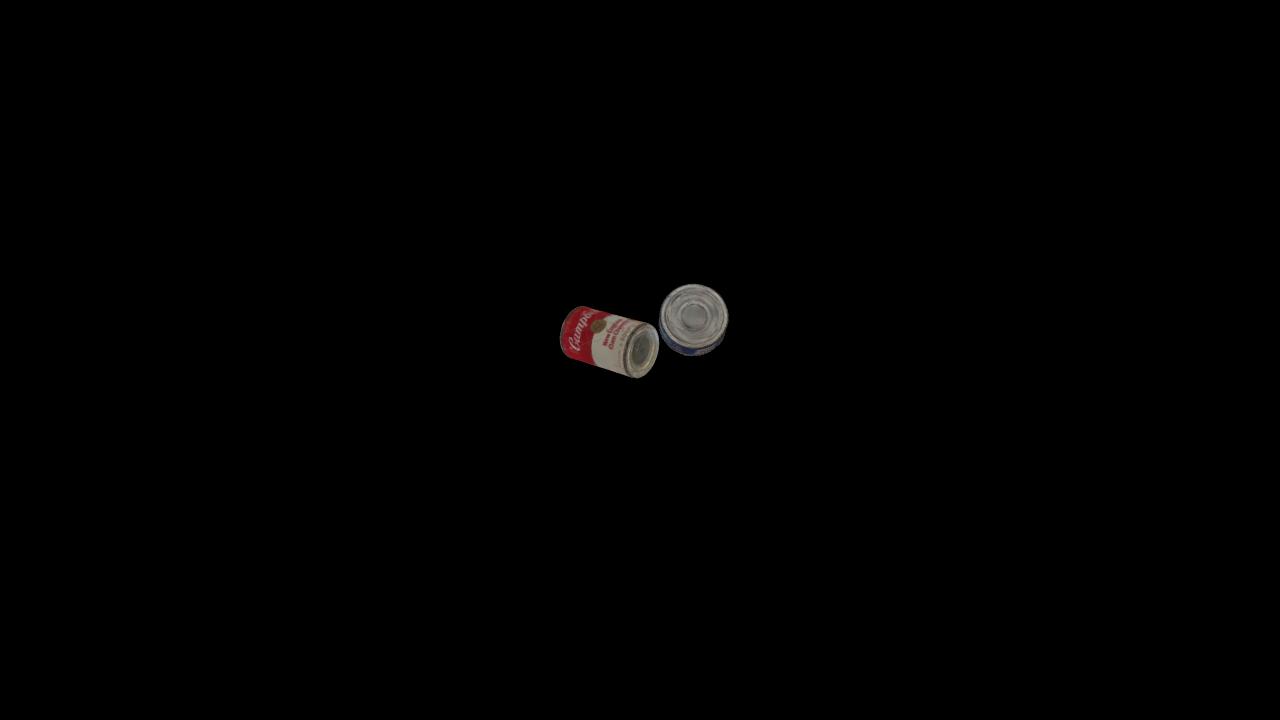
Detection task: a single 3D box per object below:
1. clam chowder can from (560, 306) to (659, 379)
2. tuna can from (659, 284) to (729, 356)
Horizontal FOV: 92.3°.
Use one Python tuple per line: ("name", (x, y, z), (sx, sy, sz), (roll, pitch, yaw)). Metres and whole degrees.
("clam chowder can", (-0.036, -0.022, 0.737), (0.102, 0.068, 0.068), (17, 9, 33))
("tuna can", (0.065, -0.049, 0.745), (0.084, 0.084, 0.034), (0, -13, 1))
